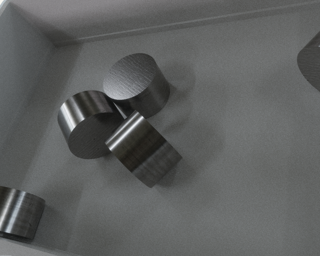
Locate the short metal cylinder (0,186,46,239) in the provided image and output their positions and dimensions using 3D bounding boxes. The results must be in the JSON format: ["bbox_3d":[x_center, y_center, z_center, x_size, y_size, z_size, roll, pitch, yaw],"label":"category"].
[{"bbox_3d":[-0.199,0.111,0.404,0.080,0.080,0.050,-3,61,26],"label":"short metal cylinder"}]

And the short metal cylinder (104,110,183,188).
[{"bbox_3d":[-0.019,0.024,0.365,0.050,0.080,0.080,-44,51,-2],"label":"short metal cylinder"}]

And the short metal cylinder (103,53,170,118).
[{"bbox_3d":[-0.032,-0.059,0.439,0.080,0.050,0.080,-12,55,18],"label":"short metal cylinder"}]

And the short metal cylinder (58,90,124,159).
[{"bbox_3d":[-0.091,-0.004,0.419,0.080,0.080,0.050,-39,51,2],"label":"short metal cylinder"}]

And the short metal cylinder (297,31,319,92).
[{"bbox_3d":[0.190,-0.069,0.313,0.050,0.080,0.080,-46,51,-4],"label":"short metal cylinder"}]
